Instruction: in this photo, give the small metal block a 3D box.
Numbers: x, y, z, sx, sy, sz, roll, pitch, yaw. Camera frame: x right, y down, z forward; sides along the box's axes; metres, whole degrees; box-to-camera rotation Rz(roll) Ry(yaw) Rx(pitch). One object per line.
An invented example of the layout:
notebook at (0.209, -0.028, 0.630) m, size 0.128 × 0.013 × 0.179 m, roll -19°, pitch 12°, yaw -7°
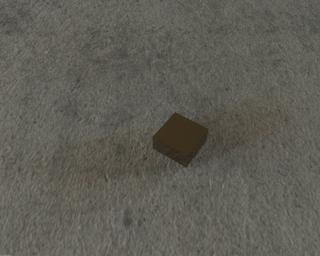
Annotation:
small metal block at (0.026, 0.014, 0.392) m, size 0.050 × 0.025 × 0.050 m, roll 28°, pitch 55°, yaw 21°
